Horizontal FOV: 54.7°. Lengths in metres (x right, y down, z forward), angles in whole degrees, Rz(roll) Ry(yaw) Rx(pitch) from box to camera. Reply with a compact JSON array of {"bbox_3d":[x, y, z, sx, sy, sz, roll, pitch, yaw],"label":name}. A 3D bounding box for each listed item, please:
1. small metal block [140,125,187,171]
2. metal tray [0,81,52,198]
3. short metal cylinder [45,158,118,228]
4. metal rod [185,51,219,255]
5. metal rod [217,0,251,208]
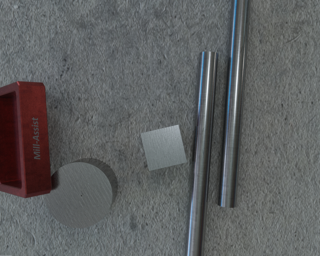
[{"bbox_3d":[0.005,0.025,0.410,0.050,0.025,0.050,-13,90,0],"label":"small metal block"},{"bbox_3d":[-0.171,0.014,0.378,0.090,0.030,0.129,-3,90,44],"label":"metal tray"},{"bbox_3d":[-0.097,0.081,0.397,0.081,0.050,0.079,0,90,0],"label":"short metal cylinder"},{"bbox_3d":[0.054,0.050,0.410,0.025,0.025,0.298,4,90,0],"label":"metal rod"},{"bbox_3d":[0.099,-0.046,0.410,0.025,0.025,0.298,4,90,0],"label":"metal rod"}]
